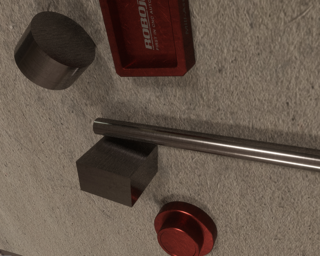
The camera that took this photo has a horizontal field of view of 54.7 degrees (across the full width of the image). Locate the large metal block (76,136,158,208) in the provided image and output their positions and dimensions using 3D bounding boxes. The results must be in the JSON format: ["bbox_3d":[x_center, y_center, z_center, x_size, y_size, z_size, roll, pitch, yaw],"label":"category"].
[{"bbox_3d":[-0.056,0.054,0.433,0.080,0.080,0.050,13,124,20],"label":"large metal block"}]

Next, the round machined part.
[{"bbox_3d":[0.035,0.165,0.478,0.098,0.042,0.097,13,124,20],"label":"round machined part"}]

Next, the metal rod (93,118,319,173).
[{"bbox_3d":[0.047,0.017,0.391,0.301,0.025,0.025,8,122,23],"label":"metal rod"}]

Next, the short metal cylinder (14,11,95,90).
[{"bbox_3d":[-0.128,-0.093,0.379,0.050,0.080,0.080,-34,99,38],"label":"short metal cylinder"}]

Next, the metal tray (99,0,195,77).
[{"bbox_3d":[-0.016,-0.122,0.335,0.090,0.030,0.129,4,120,26],"label":"metal tray"}]
